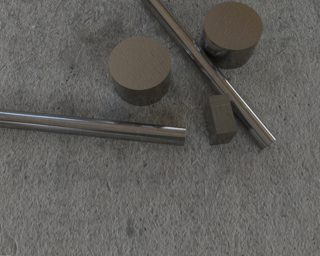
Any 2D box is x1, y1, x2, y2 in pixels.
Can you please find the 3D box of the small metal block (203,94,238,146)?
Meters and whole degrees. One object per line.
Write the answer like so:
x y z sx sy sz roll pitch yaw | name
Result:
0.076 -0.009 0.399 0.025 0.050 0.050 -8 70 -3 | small metal block

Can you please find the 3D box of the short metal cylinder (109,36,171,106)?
-0.026 -0.076 0.423 0.081 0.050 0.080 0 70 0 | short metal cylinder

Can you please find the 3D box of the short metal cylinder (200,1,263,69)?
0.100 -0.132 0.444 0.081 0.050 0.080 0 70 0 | short metal cylinder

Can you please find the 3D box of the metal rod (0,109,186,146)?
-0.118 -0.004 0.408 0.302 0.025 0.025 6 70 2 | metal rod

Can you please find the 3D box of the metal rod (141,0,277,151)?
0.058 -0.096 0.443 0.025 0.025 0.299 -32 73 -11 | metal rod
